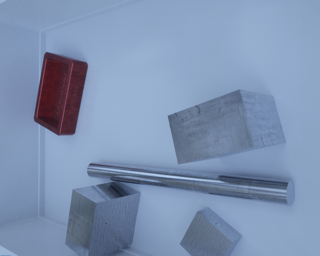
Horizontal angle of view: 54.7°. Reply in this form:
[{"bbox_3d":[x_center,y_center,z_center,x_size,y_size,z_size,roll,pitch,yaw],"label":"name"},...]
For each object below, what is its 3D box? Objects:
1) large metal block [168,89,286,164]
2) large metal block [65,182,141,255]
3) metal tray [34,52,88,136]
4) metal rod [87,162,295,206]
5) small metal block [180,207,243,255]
[{"bbox_3d":[0.068,0.001,0.313,0.080,0.081,0.050,-19,78,38],"label":"large metal block"},{"bbox_3d":[-0.079,0.126,0.433,0.050,0.081,0.079,16,100,38],"label":"large metal block"},{"bbox_3d":[-0.177,-0.061,0.546,0.090,0.030,0.129,23,104,37],"label":"metal tray"},{"bbox_3d":[0.011,0.065,0.395,0.300,0.025,0.025,-1,90,39],"label":"metal rod"},{"bbox_3d":[0.058,0.129,0.358,0.050,0.025,0.050,36,112,33],"label":"small metal block"}]
